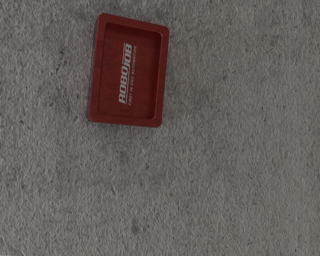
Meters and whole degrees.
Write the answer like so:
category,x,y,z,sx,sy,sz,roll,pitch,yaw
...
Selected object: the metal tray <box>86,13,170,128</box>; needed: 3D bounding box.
category,x,y,z,sx,sy,sz,roll,pitch,yaw
metal tray,-0.040,-0.068,0.391,0.091,0.030,0.129,6,88,-20
